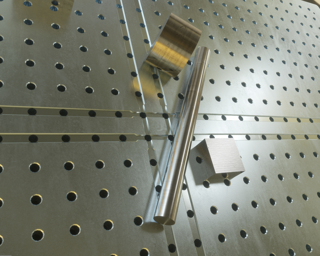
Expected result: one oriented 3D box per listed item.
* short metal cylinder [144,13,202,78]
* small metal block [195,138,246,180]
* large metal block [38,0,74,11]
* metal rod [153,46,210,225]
[{"bbox_3d":[0.018,-0.121,0.456,0.050,0.080,0.080,28,52,-11],"label":"short metal cylinder"},{"bbox_3d":[0.083,0.042,0.427,0.050,0.025,0.050,0,62,-28],"label":"small metal block"},{"bbox_3d":[-0.159,-0.227,0.445,0.081,0.050,0.080,11,57,-22],"label":"large metal block"},{"bbox_3d":[0.039,-0.012,0.435,0.025,0.025,0.300,26,53,-12],"label":"metal rod"}]
